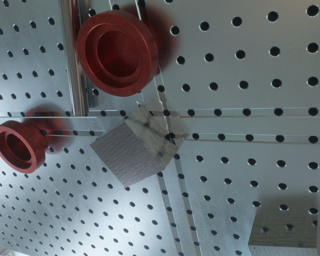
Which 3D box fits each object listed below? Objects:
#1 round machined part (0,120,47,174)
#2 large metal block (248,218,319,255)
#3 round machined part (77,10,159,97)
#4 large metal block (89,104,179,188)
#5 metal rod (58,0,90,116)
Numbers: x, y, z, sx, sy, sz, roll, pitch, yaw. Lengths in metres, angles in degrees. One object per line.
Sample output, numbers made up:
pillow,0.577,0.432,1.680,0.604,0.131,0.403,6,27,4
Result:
round machined part,-0.240,0.029,0.545,0.098,0.042,0.097,13,124,21
large metal block,0.171,0.166,0.408,0.080,0.050,0.080,-10,113,32
round machined part,-0.046,-0.090,0.369,0.098,0.042,0.097,13,124,21
large metal block,-0.036,0.027,0.431,0.080,0.050,0.080,-31,102,38
metal rod,-0.110,-0.149,0.377,0.025,0.025,0.298,16,125,19
